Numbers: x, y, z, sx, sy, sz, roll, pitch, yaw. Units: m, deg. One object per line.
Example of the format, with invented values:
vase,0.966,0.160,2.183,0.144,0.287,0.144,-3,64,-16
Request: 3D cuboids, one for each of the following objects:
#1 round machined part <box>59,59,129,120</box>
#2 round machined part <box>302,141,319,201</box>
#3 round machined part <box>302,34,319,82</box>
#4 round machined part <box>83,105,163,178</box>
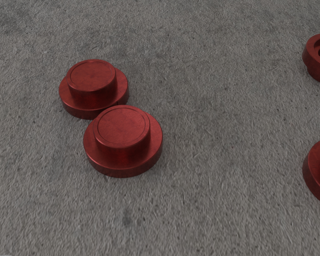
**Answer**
round machined part,-0.095,-0.061,0.443,0.099,0.042,0.098,0,50,0
round machined part,0.221,0.048,0.353,0.099,0.042,0.098,0,50,0
round machined part,0.271,-0.102,0.480,0.099,0.042,0.098,0,50,0
round machined part,-0.046,0.009,0.384,0.099,0.042,0.098,0,50,0
